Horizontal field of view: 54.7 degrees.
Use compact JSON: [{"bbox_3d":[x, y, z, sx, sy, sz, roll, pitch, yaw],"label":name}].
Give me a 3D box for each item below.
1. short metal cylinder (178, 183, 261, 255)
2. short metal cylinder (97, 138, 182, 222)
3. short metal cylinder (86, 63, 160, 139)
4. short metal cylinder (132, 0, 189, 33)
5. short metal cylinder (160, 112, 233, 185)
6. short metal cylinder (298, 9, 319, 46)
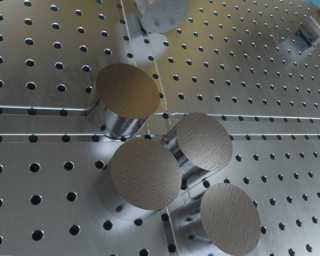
[{"bbox_3d":[0.069,0.110,0.361,0.081,0.050,0.080,14,56,-21],"label":"short metal cylinder"},{"bbox_3d":[-0.023,0.058,0.344,0.081,0.050,0.080,14,56,-21],"label":"short metal cylinder"},{"bbox_3d":[-0.047,-0.033,0.387,0.081,0.050,0.080,14,56,-21],"label":"short metal cylinder"},{"bbox_3d":[0.000,-0.198,0.493,0.081,0.080,0.050,-9,66,-32],"label":"short metal cylinder"},{"bbox_3d":[0.046,0.027,0.400,0.081,0.050,0.080,14,56,-21],"label":"short metal cylinder"},{"bbox_3d":[0.372,-0.236,0.717,0.081,0.080,0.050,-23,75,-36],"label":"short metal cylinder"}]
